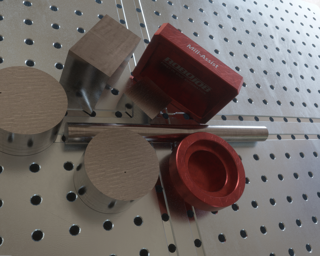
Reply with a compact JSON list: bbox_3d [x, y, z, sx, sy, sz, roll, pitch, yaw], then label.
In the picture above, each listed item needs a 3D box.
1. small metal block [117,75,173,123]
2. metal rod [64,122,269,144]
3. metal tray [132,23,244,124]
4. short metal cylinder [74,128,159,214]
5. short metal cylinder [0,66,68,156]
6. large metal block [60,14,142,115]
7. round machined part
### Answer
[{"bbox_3d":[-0.020,-0.036,0.419,0.050,0.025,0.050,43,51,1],"label":"small metal block"},{"bbox_3d":[0.028,0.007,0.418,0.303,0.025,0.025,1,62,-28],"label":"metal rod"},{"bbox_3d":[0.036,-0.070,0.428,0.130,0.090,0.030,35,51,-6],"label":"metal tray"},{"bbox_3d":[-0.048,0.047,0.337,0.081,0.050,0.080,14,56,-21],"label":"short metal cylinder"},{"bbox_3d":[-0.143,-0.018,0.325,0.081,0.050,0.080,14,56,-21],"label":"short metal cylinder"},{"bbox_3d":[-0.075,-0.077,0.379,0.050,0.080,0.080,34,51,-7],"label":"large metal block"},{"bbox_3d":[0.055,0.057,0.392,0.099,0.042,0.098,14,56,-21],"label":"round machined part"}]
